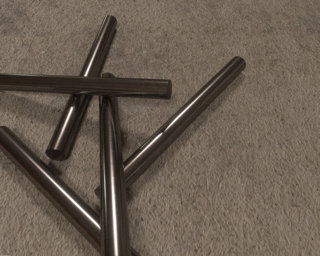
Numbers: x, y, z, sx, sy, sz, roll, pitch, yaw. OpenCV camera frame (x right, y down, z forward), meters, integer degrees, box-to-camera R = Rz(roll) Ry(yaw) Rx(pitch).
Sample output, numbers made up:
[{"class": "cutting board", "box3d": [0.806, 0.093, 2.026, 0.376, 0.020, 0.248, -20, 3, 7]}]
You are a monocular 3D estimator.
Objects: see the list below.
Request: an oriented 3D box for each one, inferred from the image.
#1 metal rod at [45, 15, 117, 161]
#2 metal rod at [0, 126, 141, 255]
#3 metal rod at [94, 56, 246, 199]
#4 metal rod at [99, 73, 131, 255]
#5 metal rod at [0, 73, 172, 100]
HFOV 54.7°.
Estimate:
[{"class": "metal rod", "box3d": [-0.108, -0.081, 0.469, 0.025, 0.025, 0.300, 5, 50, 4]}, {"class": "metal rod", "box3d": [-0.092, 0.085, 0.330, 0.300, 0.025, 0.025, 35, 58, 25]}, {"class": "metal rod", "box3d": [0.031, -0.013, 0.414, 0.025, 0.025, 0.301, 32, 56, 23]}, {"class": "metal rod", "box3d": [-0.056, 0.026, 0.352, 0.025, 0.025, 0.300, -7, 42, -6]}, {"class": "metal rod", "box3d": [-0.133, -0.059, 0.420, 0.301, 0.025, 0.025, 5, 50, 15]}]
